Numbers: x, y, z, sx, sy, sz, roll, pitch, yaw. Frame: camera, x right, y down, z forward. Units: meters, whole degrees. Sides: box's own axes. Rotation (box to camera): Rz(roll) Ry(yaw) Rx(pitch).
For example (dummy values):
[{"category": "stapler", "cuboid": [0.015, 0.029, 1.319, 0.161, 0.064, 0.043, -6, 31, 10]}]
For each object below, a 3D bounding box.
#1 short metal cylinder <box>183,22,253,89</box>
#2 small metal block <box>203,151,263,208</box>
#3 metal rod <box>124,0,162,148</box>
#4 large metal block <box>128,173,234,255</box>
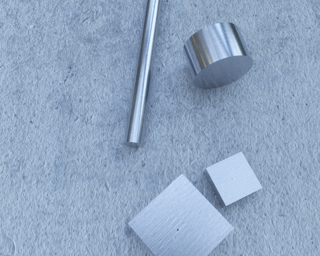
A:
[{"category": "short metal cylinder", "cuboid": [0.077, -0.094, 0.414, 0.081, 0.080, 0.050, -14, 71, -5]}, {"category": "small metal block", "cuboid": [0.089, 0.064, 0.386, 0.050, 0.025, 0.050, -24, 72, -9]}, {"category": "metal rod", "cuboid": [-0.018, -0.118, 0.450, 0.025, 0.025, 0.299, 6, 70, 2]}, {"category": "large metal block", "cuboid": [0.022, 0.113, 0.354, 0.080, 0.050, 0.080, -41, 75, -14]}]
